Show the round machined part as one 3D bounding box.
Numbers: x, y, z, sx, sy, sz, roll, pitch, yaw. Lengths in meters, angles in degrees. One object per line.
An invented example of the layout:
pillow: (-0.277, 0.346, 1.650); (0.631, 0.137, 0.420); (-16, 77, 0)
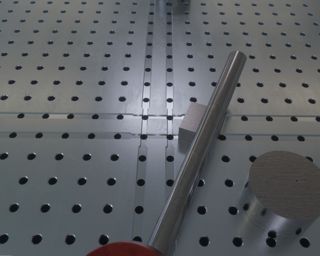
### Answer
round machined part: (-0.027, 0.146, 0.258); (0.098, 0.042, 0.098); (-2, 73, 8)

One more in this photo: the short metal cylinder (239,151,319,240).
short metal cylinder: (0.131, 0.071, 0.333); (0.081, 0.050, 0.080); (0, 50, 0)

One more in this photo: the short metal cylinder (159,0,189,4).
short metal cylinder: (0.028, -0.303, 0.647); (0.081, 0.050, 0.080); (0, 50, 0)

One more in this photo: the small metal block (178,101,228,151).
small metal block: (0.057, -0.003, 0.411); (0.050, 0.025, 0.050); (17, 52, 14)

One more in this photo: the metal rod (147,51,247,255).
metal rod: (0.049, 0.020, 0.363); (0.025, 0.025, 0.300); (19, 61, 15)
